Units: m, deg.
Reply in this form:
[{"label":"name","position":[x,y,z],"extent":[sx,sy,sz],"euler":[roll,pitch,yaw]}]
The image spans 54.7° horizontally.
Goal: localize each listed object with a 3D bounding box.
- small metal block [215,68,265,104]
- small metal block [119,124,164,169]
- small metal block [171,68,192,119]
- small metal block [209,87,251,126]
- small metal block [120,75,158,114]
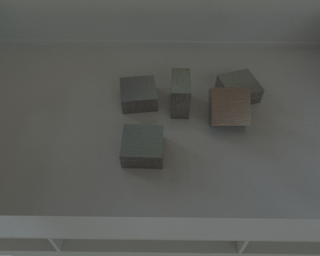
[{"label":"small metal block","position":[0.115,-0.058,0.454],"extent":[0.050,0.025,0.050],"euler":[-13,51,-11]},{"label":"small metal block","position":[-0.021,0.023,0.386],"extent":[0.050,0.025,0.050],"euler":[2,50,1]},{"label":"small metal block","position":[0.028,-0.047,0.429],"extent":[0.025,0.050,0.050],"euler":[1,50,1]},{"label":"small metal block","position":[0.092,-0.028,0.412],"extent":[0.050,0.025,0.050],"euler":[0,90,-1]},{"label":"small metal block","position":[-0.031,-0.048,0.445],"extent":[0.050,0.025,0.050],"euler":[-5,50,-5]}]
